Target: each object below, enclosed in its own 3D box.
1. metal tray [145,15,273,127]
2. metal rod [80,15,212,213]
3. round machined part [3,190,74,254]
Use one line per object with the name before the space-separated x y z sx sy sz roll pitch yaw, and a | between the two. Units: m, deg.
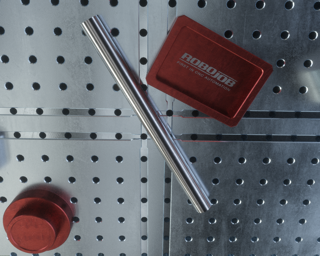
metal tray | 0.059 -0.069 0.385 0.131 0.030 0.089 27 108 -10
metal rod | -0.010 -0.006 0.411 0.025 0.025 0.299 -28 108 10
round machined part | -0.182 0.144 0.456 0.099 0.042 0.097 0 110 0
